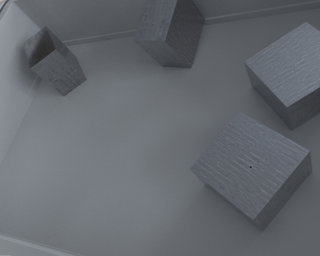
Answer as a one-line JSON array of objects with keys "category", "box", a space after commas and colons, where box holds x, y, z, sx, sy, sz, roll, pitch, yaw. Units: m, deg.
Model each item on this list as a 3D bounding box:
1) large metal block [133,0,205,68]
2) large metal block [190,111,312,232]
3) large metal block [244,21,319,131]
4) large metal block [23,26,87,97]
[{"category": "large metal block", "box": [0.016, -0.139, 0.437, 0.050, 0.080, 0.080, 11, 80, 32]}, {"category": "large metal block", "box": [0.092, 0.043, 0.315, 0.080, 0.050, 0.080, -48, 51, -6]}, {"category": "large metal block", "box": [0.154, -0.058, 0.344, 0.080, 0.050, 0.080, -33, 52, 7]}, {"category": "large metal block", "box": [-0.181, -0.115, 0.537, 0.050, 0.080, 0.080, -36, 51, 5]}]
